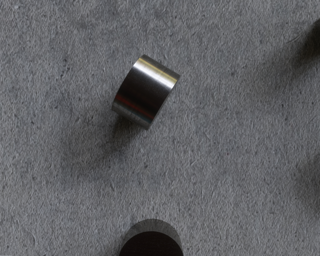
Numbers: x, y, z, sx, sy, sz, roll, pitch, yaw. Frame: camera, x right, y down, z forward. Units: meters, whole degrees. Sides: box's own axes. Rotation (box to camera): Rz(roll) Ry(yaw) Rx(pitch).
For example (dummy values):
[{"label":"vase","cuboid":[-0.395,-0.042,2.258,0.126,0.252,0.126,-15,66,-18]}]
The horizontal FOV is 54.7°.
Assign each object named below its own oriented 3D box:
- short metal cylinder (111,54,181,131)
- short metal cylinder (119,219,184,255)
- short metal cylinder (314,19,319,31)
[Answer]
[{"label":"short metal cylinder","cuboid":[-0.017,-0.043,0.382,0.050,0.080,0.080,31,90,0]},{"label":"short metal cylinder","cuboid":[-0.010,0.164,0.397,0.081,0.050,0.080,0,90,0]},{"label":"short metal cylinder","cuboid":[0.243,-0.137,0.384,0.080,0.080,0.050,-36,90,0]}]
